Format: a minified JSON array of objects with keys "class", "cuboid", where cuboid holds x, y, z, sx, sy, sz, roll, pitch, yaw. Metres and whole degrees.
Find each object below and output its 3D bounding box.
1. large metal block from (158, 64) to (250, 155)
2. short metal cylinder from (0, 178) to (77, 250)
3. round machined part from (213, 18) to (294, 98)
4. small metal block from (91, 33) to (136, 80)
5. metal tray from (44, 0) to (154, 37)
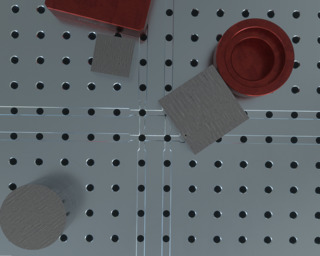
[{"class":"large metal block","cuboid":[0.053,-0.023,0.402,0.080,0.050,0.080,-34,90,0]},{"class":"short metal cylinder","cuboid":[-0.154,0.108,0.399,0.081,0.050,0.079,0,90,-1]},{"class":"round machined part","cuboid":[0.119,-0.088,0.406,0.099,0.042,0.097,0,90,-1]},{"class":"small metal block","cuboid":[-0.061,-0.094,0.413,0.050,0.025,0.050,10,90,-1]},{"class":"metal tray","cuboid":[-0.074,-0.182,0.410,0.131,0.030,0.089,14,90,-1]}]
